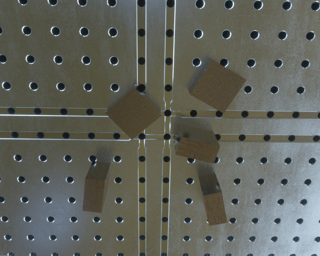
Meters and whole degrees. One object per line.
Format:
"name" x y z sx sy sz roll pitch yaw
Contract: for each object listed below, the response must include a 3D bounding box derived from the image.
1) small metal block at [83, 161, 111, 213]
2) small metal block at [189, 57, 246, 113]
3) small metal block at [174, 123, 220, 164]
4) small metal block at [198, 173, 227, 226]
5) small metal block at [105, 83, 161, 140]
"small metal block" -0.087 0.080 0.429 0.025 0.050 0.050 8 110 -3
"small metal block" 0.072 -0.055 0.394 0.050 0.025 0.050 28 107 -10
"small metal block" 0.047 0.019 0.408 0.050 0.050 0.025 14 110 -6
"small metal block" 0.074 0.100 0.438 0.025 0.050 0.050 -12 110 4
"small metal block" -0.034 -0.022 0.405 0.050 0.025 0.050 -40 106 13
